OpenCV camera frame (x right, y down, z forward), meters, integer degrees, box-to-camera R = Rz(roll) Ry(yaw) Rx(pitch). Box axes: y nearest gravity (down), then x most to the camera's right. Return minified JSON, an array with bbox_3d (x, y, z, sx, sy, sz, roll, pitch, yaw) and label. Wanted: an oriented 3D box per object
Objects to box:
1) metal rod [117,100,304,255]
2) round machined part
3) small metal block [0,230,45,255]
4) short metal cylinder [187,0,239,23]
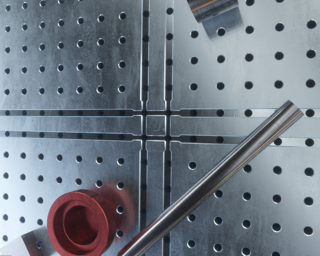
[{"bbox_3d":[0.054,0.078,0.393,0.299,0.025,0.025,-45,77,14],"label":"metal rod"},{"bbox_3d":[-0.106,0.135,0.440,0.098,0.042,0.097,0,90,19],"label":"round machined part"},{"bbox_3d":[-0.216,0.198,0.487,0.050,0.025,0.050,-33,80,16],"label":"small metal block"},{"bbox_3d":[0.055,-0.171,0.364,0.050,0.080,0.080,-19,84,19],"label":"short metal cylinder"}]
